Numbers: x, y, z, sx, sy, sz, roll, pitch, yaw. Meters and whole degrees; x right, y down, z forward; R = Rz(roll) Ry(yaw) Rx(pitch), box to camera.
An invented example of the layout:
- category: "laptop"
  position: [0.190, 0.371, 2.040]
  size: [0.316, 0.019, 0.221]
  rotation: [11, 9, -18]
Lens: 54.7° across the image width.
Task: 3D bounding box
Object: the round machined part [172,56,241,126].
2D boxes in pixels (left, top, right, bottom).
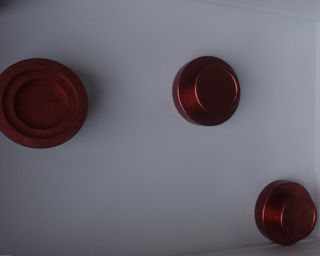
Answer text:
- category: "round machined part"
  position: [0.070, -0.051, 0.427]
  size: [0.099, 0.042, 0.097]
  rotation: [0, 90, -20]

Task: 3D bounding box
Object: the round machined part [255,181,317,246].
- category: "round machined part"
  position: [0.199, 0.132, 0.475]
  size: [0.099, 0.042, 0.097]
  rotation: [0, 90, -20]

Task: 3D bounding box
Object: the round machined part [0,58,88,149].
- category: "round machined part"
  position: [-0.134, -0.027, 0.352]
  size: [0.099, 0.042, 0.097]
  rotation: [0, 90, -20]
